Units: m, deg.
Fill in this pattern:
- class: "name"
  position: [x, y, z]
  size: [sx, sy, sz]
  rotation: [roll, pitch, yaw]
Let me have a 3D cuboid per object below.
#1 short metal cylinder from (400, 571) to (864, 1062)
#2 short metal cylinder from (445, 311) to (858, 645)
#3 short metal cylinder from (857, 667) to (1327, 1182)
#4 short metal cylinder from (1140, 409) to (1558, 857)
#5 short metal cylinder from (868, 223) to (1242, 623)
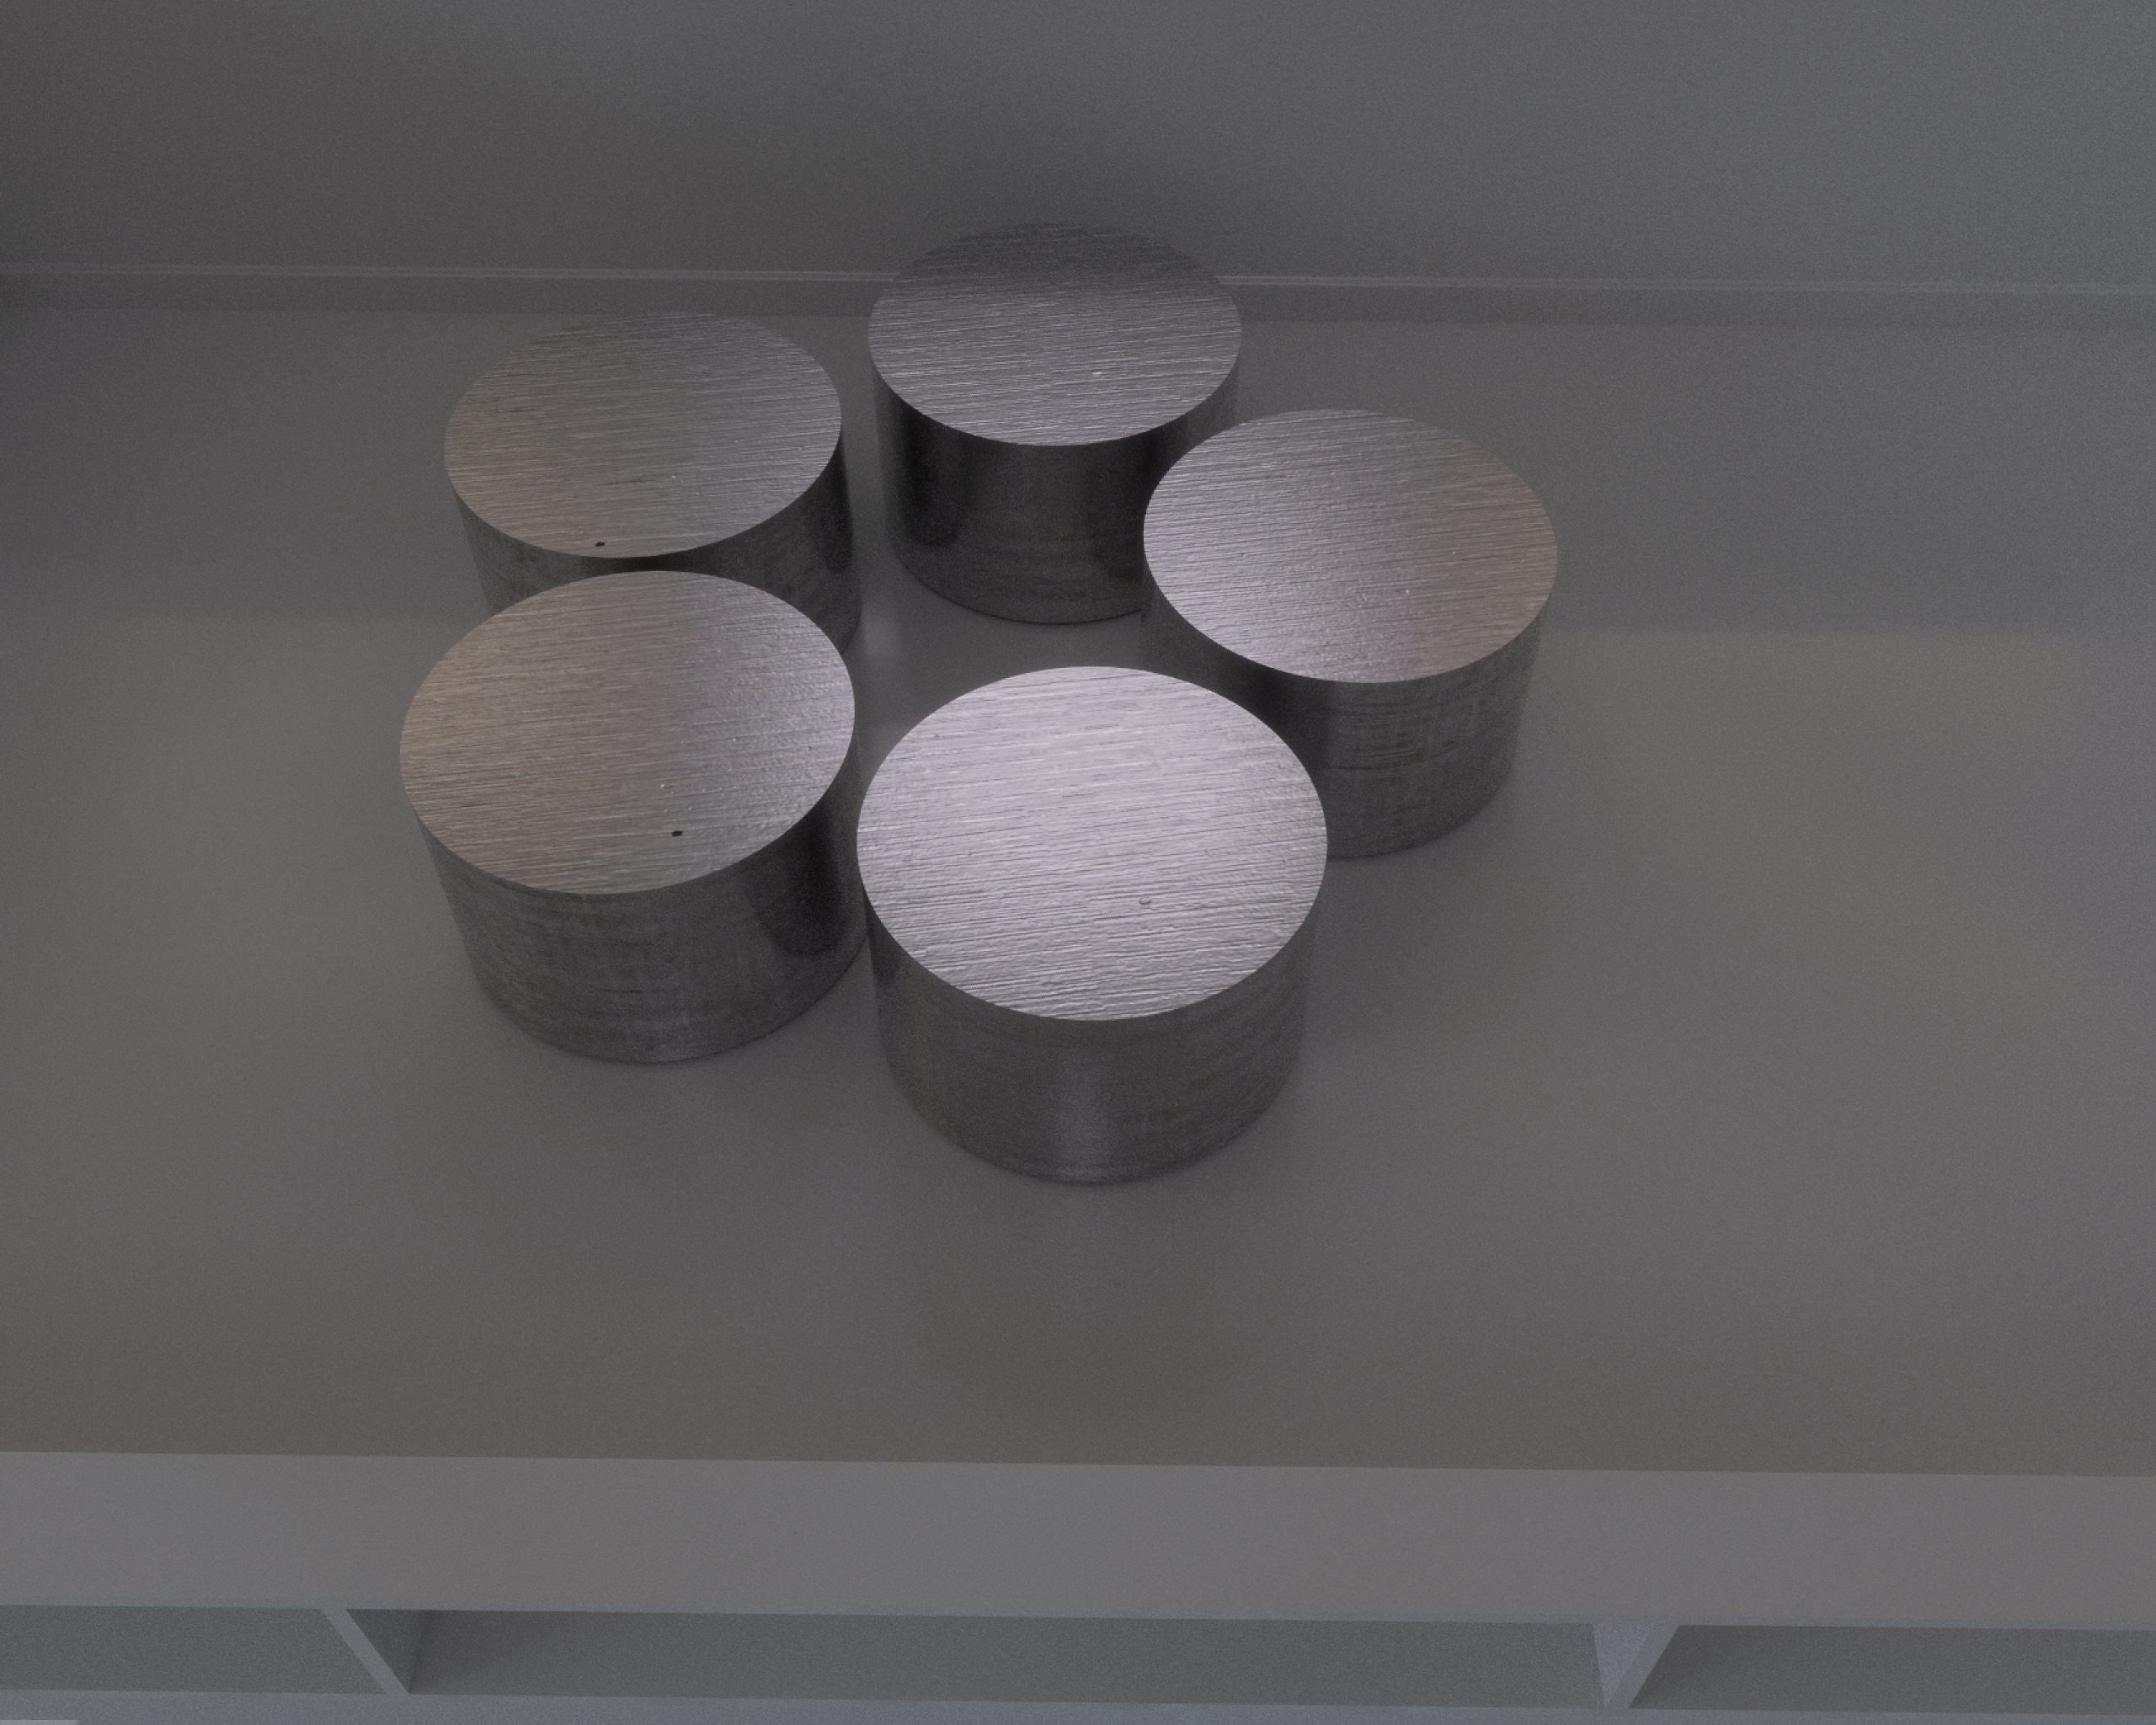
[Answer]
- class: "short metal cylinder"
  position: [-0.080, -0.009, 0.393]
  size: [0.080, 0.050, 0.080]
  rotation: [0, 50, 0]
- class: "short metal cylinder"
  position: [-0.089, -0.074, 0.447]
  size: [0.080, 0.050, 0.080]
  rotation: [0, 50, 0]
- class: "short metal cylinder"
  position: [0.003, 0.010, 0.377]
  size: [0.080, 0.050, 0.080]
  rotation: [0, 50, 0]
- class: "short metal cylinder"
  position: [0.053, -0.048, 0.426]
  size: [0.080, 0.050, 0.080]
  rotation: [0, 50, 0]
- class: "short metal cylinder"
  position: [-0.005, -0.100, 0.470]
  size: [0.080, 0.050, 0.080]
  rotation: [0, 50, 0]
